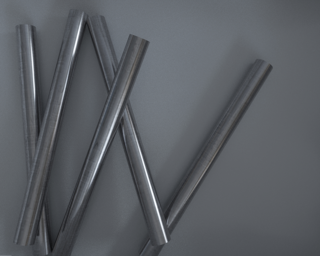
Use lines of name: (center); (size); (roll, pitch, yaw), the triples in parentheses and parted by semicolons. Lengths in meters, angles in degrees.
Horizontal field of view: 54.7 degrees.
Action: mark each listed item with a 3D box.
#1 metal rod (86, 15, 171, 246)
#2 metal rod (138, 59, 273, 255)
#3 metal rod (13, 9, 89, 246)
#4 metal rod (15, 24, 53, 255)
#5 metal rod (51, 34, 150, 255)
metal rod: (-0.042, -0.001, 0.397); (0.025, 0.025, 0.299); (-17, 85, 0)
metal rod: (0.060, 0.043, 0.411); (0.025, 0.025, 0.299); (32, 90, 0)
metal rod: (-0.137, -0.006, 0.394); (0.025, 0.025, 0.299); (11, 84, 0)
metal rod: (-0.166, 0.016, 0.409); (0.025, 0.025, 0.298); (-4, 90, 0)
metal rod: (-0.078, 0.032, 0.385); (0.025, 0.025, 0.298); (22, 100, 0)
